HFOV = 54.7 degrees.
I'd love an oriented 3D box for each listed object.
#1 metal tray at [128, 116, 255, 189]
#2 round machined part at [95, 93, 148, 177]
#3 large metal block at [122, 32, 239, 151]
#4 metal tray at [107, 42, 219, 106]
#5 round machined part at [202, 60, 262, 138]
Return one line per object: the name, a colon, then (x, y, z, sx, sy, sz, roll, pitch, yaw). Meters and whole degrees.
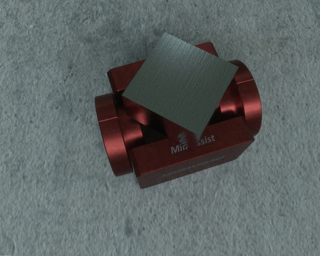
metal tray: (0.034, 0.032, 0.362, 0.131, 0.090, 0.030, -17, 71, -6)
round machined part: (-0.043, 0.005, 0.368, 0.042, 0.098, 0.098, -15, 71, -5)
large metal block: (0.020, -0.036, 0.311, 0.080, 0.050, 0.080, 28, 72, 9)
metal tray: (0.005, -0.057, 0.397, 0.131, 0.090, 0.030, -17, 71, -7)
round machined part: (0.083, -0.032, 0.383, 0.042, 0.098, 0.098, -15, 71, -5)
